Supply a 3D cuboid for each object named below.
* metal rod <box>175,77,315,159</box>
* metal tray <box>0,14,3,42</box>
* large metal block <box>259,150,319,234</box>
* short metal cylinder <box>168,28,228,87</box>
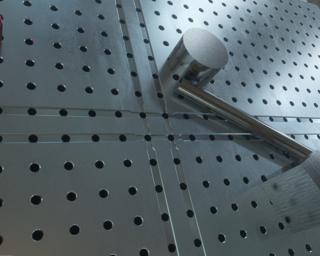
[{"bbox_3d":[0.160,0.002,0.492,0.301,0.025,0.025,27,52,-12],"label":"metal rod"},{"bbox_3d":[-0.259,-0.140,0.350,0.131,0.030,0.090,-11,67,-33],"label":"metal tray"},{"bbox_3d":[0.200,0.089,0.426,0.050,0.080,0.080,-24,75,-36],"label":"large metal block"},{"bbox_3d":[0.060,-0.111,0.493,0.081,0.050,0.080,14,56,-21],"label":"short metal cylinder"}]
